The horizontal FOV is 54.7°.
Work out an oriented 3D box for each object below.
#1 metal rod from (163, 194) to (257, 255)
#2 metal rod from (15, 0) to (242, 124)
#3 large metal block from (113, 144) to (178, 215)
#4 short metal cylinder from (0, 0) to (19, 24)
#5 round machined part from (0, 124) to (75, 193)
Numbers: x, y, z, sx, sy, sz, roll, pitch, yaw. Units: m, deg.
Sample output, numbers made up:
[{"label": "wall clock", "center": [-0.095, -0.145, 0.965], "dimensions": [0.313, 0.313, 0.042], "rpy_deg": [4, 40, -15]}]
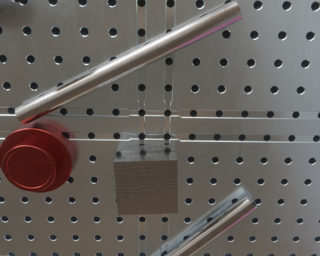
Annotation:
[{"label": "metal rod", "center": [0.025, 0.204, 0.488], "dimensions": [0.300, 0.025, 0.025], "rpy_deg": [-41, 105, 13]}, {"label": "metal rod", "center": [-0.045, -0.077, 0.384], "dimensions": [0.301, 0.025, 0.025], "rpy_deg": [-24, 109, 8]}, {"label": "large metal block", "center": [-0.017, 0.070, 0.426], "dimensions": [0.081, 0.050, 0.079], "rpy_deg": [-2, 110, 0]}, {"label": "short metal cylinder", "center": [-0.206, -0.153, 0.341], "dimensions": [0.081, 0.050, 0.079], "rpy_deg": [0, 110, -1]}, {"label": "round machined part", "center": [-0.169, 0.046, 0.419], "dimensions": [0.099, 0.042, 0.097], "rpy_deg": [0, 110, -1]}]
